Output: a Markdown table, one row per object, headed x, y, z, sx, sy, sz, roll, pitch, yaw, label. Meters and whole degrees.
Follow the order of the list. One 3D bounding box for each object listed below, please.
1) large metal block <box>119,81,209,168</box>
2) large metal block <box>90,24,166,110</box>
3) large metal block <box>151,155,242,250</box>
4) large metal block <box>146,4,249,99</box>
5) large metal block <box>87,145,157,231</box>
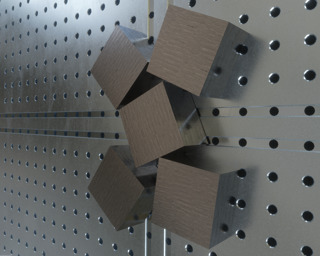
| x | y | z | sx | sy | sz | roll | pitch | yaw | label |
| --- | --- | --- | --- | --- | --- | --- | --- | --- | --- |
| 0.003 | -0.002 | 0.391 | 0.080 | 0.050 | 0.080 | -28 | 72 | 36 | large metal block |
| -0.041 | -0.081 | 0.428 | 0.080 | 0.050 | 0.080 | -52 | 59 | 28 | large metal block |
| 0.041 | 0.080 | 0.360 | 0.080 | 0.050 | 0.080 | 12 | 97 | 39 | large metal block |
| 0.041 | -0.087 | 0.358 | 0.080 | 0.050 | 0.080 | 31 | 110 | 33 | large metal block |
| -0.045 | 0.080 | 0.430 | 0.080 | 0.050 | 0.080 | 45 | 117 | 31 | large metal block |
